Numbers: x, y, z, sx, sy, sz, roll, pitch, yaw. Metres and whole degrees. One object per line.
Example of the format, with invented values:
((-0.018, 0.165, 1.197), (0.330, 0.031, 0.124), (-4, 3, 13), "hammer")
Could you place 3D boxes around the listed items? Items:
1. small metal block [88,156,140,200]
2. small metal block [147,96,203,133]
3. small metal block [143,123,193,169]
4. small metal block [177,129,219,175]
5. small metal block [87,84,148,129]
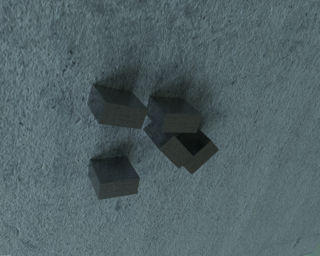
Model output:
((-0.060, 0.062, 0.396), (0.050, 0.050, 0.025), (-3, 120, -27), "small metal block")
((0.016, -0.017, 0.389), (0.050, 0.050, 0.025), (1, 118, -29), "small metal block")
((0.011, 0.019, 0.408), (0.025, 0.050, 0.050), (-42, 130, 1), "small metal block")
((0.045, 0.028, 0.432), (0.050, 0.050, 0.025), (-43, 129, 1), "small metal block")
((-0.049, -0.024, 0.349), (0.050, 0.050, 0.025), (8, 114, -32), "small metal block")
